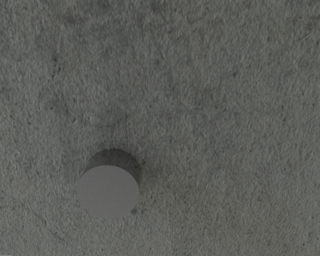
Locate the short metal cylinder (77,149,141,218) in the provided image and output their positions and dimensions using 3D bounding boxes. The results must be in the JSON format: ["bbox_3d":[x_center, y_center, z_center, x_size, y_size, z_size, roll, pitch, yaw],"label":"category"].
[{"bbox_3d":[-0.067,0.075,0.423,0.081,0.050,0.079,0,110,-1],"label":"short metal cylinder"}]
